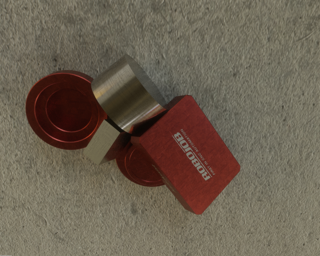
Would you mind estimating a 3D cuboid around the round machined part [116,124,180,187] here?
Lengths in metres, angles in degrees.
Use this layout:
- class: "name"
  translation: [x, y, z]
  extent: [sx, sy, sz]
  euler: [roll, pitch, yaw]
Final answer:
- class: "round machined part"
  translation: [-0.011, 0.037, 0.415]
  extent: [0.099, 0.042, 0.097]
  euler: [0, 110, -1]

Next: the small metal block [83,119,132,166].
- class: "small metal block"
  translation: [-0.060, 0.015, 0.383]
  extent: [0.025, 0.050, 0.050]
  euler: [39, 107, 12]

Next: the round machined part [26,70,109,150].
- class: "round machined part"
  translation: [-0.112, -0.025, 0.391]
  extent: [0.099, 0.042, 0.097]
  euler: [0, 110, -1]

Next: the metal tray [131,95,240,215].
- class: "metal tray"
  translation: [0.036, 0.034, 0.398]
  extent: [0.090, 0.030, 0.130]
  euler: [-43, 108, -19]

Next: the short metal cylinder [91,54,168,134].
- class: "short metal cylinder"
  translation: [-0.035, -0.040, 0.367]
  extent: [0.050, 0.080, 0.080]
  euler: [-36, 107, 12]
